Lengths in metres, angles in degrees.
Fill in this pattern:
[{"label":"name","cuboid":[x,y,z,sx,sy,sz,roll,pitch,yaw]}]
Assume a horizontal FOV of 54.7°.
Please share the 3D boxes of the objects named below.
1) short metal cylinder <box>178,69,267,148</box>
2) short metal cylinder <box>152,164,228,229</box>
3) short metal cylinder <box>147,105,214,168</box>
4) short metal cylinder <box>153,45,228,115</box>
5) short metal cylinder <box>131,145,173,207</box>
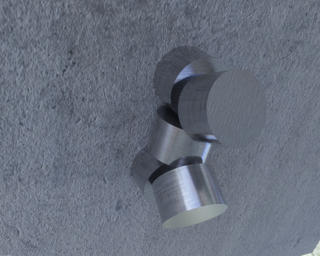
[{"label":"short metal cylinder","cuboid":[0.067,-0.020,0.332,0.081,0.050,0.079,-2,94,-29]},{"label":"short metal cylinder","cuboid":[0.035,0.084,0.378,0.081,0.050,0.080,-13,150,-7]},{"label":"short metal cylinder","cuboid":[0.029,0.009,0.395,0.081,0.080,0.050,1,118,-29]},{"label":"short metal cylinder","cuboid":[0.038,-0.055,0.379,0.081,0.050,0.079,-14,124,-21]},{"label":"short metal cylinder","cuboid":[0.005,0.063,0.434,0.081,0.050,0.079,-14,124,-21]}]
